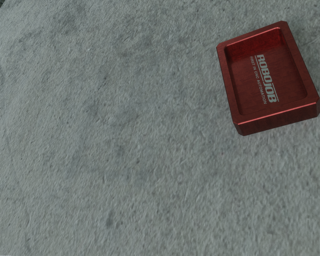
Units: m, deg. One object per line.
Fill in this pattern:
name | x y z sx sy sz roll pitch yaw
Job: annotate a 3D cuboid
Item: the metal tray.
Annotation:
metal tray | 0.124 -0.062 0.373 0.090 0.030 0.130 -17 55 18
